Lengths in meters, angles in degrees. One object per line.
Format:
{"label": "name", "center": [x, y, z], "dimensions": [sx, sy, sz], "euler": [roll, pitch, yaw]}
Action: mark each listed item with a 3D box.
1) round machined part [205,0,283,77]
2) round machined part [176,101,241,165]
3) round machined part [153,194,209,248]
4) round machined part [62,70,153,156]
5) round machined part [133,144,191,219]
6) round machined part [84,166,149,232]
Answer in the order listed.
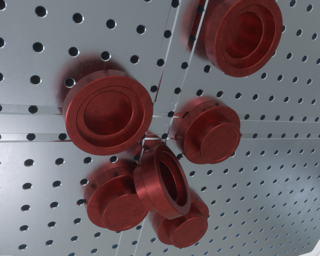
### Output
{"label": "round machined part", "center": [0.097, -0.116, 0.381], "dimensions": [0.099, 0.042, 0.097], "euler": [-14, 124, -21]}
{"label": "round machined part", "center": [0.077, 0.013, 0.450], "dimensions": [0.099, 0.042, 0.097], "euler": [-14, 124, -21]}
{"label": "round machined part", "center": [0.041, 0.162, 0.522], "dimensions": [0.099, 0.042, 0.097], "euler": [-14, 124, -21]}
{"label": "round machined part", "center": [-0.061, -0.020, 0.354], "dimensions": [0.099, 0.042, 0.097], "euler": [-14, 124, -21]}
{"label": "round machined part", "center": [0.000, 0.074, 0.417], "dimensions": [0.042, 0.098, 0.098], "euler": [-24, 132, 19]}
{"label": "round machined part", "center": [-0.053, 0.106, 0.436], "dimensions": [0.099, 0.042, 0.097], "euler": [-14, 124, -21]}
